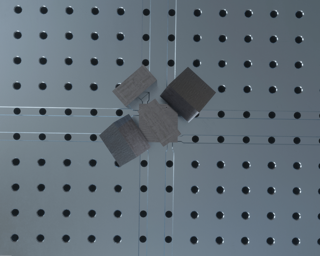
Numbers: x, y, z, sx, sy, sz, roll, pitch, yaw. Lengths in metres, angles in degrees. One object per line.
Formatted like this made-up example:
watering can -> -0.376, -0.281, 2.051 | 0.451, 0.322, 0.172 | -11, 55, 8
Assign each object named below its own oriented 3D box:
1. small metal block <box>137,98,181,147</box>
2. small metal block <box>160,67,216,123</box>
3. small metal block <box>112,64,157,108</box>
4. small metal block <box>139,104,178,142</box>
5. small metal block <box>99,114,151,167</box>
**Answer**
small metal block -> -0.001, -0.006, 0.376 | 0.025, 0.050, 0.050 | -36, 91, -1
small metal block -> 0.037, -0.044, 0.400 | 0.050, 0.025, 0.050 | 43, 50, 0
small metal block -> -0.031, -0.052, 0.401 | 0.050, 0.050, 0.025 | -41, 90, 0
small metal block -> -0.002, -0.006, 0.413 | 0.050, 0.025, 0.050 | 1, 90, -1
small metal block -> -0.046, 0.017, 0.398 | 0.025, 0.050, 0.050 | -34, 90, -37
